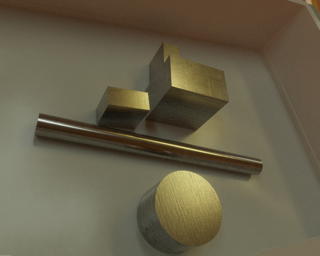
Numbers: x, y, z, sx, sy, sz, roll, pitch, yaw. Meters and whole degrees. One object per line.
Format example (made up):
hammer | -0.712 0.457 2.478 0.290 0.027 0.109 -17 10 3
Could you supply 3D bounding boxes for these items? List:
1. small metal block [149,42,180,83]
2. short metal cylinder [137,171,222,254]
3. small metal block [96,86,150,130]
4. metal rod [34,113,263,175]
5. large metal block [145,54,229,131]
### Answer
small metal block | 0.006 -0.086 0.447 0.025 0.050 0.050 12 57 -22
short metal cylinder | 0.021 0.094 0.345 0.081 0.050 0.080 14 56 -21
small metal block | -0.047 -0.023 0.380 0.050 0.050 0.025 7 59 -25
metal rod | 0.003 0.026 0.392 0.302 0.025 0.025 12 57 -22
large metal block | 0.033 -0.044 0.416 0.081 0.080 0.050 12 57 -22
